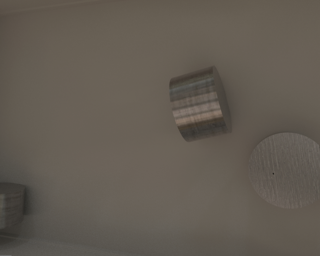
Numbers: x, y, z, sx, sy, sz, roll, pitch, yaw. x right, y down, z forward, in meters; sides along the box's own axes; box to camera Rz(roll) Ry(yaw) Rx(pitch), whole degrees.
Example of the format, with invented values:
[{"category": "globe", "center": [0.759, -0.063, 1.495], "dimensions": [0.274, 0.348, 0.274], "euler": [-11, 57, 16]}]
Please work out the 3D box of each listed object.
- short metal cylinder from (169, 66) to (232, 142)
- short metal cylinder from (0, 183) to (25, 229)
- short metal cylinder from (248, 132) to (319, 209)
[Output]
[{"category": "short metal cylinder", "center": [0.049, -0.027, 0.363], "dimensions": [0.050, 0.080, 0.080], "euler": [-14, 86, 19]}, {"category": "short metal cylinder", "center": [-0.248, 0.115, 0.467], "dimensions": [0.080, 0.080, 0.050], "euler": [4, 91, 19]}, {"category": "short metal cylinder", "center": [0.142, 0.044, 0.347], "dimensions": [0.080, 0.050, 0.079], "euler": [0, 90, 19]}]
